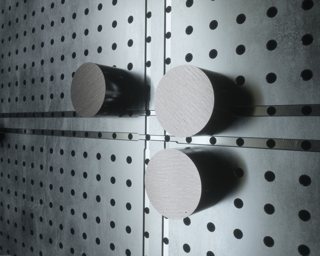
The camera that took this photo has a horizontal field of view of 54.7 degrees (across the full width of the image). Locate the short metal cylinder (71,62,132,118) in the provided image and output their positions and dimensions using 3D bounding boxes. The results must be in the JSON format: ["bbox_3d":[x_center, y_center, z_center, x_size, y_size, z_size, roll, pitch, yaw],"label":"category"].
[{"bbox_3d":[-0.089,-0.055,0.464,0.080,0.050,0.079,0,90,39],"label":"short metal cylinder"}]

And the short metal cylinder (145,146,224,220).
[{"bbox_3d":[0.028,0.063,0.368,0.080,0.050,0.079,0,91,39],"label":"short metal cylinder"}]

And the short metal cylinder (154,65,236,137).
[{"bbox_3d":[0.040,-0.029,0.359,0.080,0.050,0.079,0,90,39],"label":"short metal cylinder"}]
